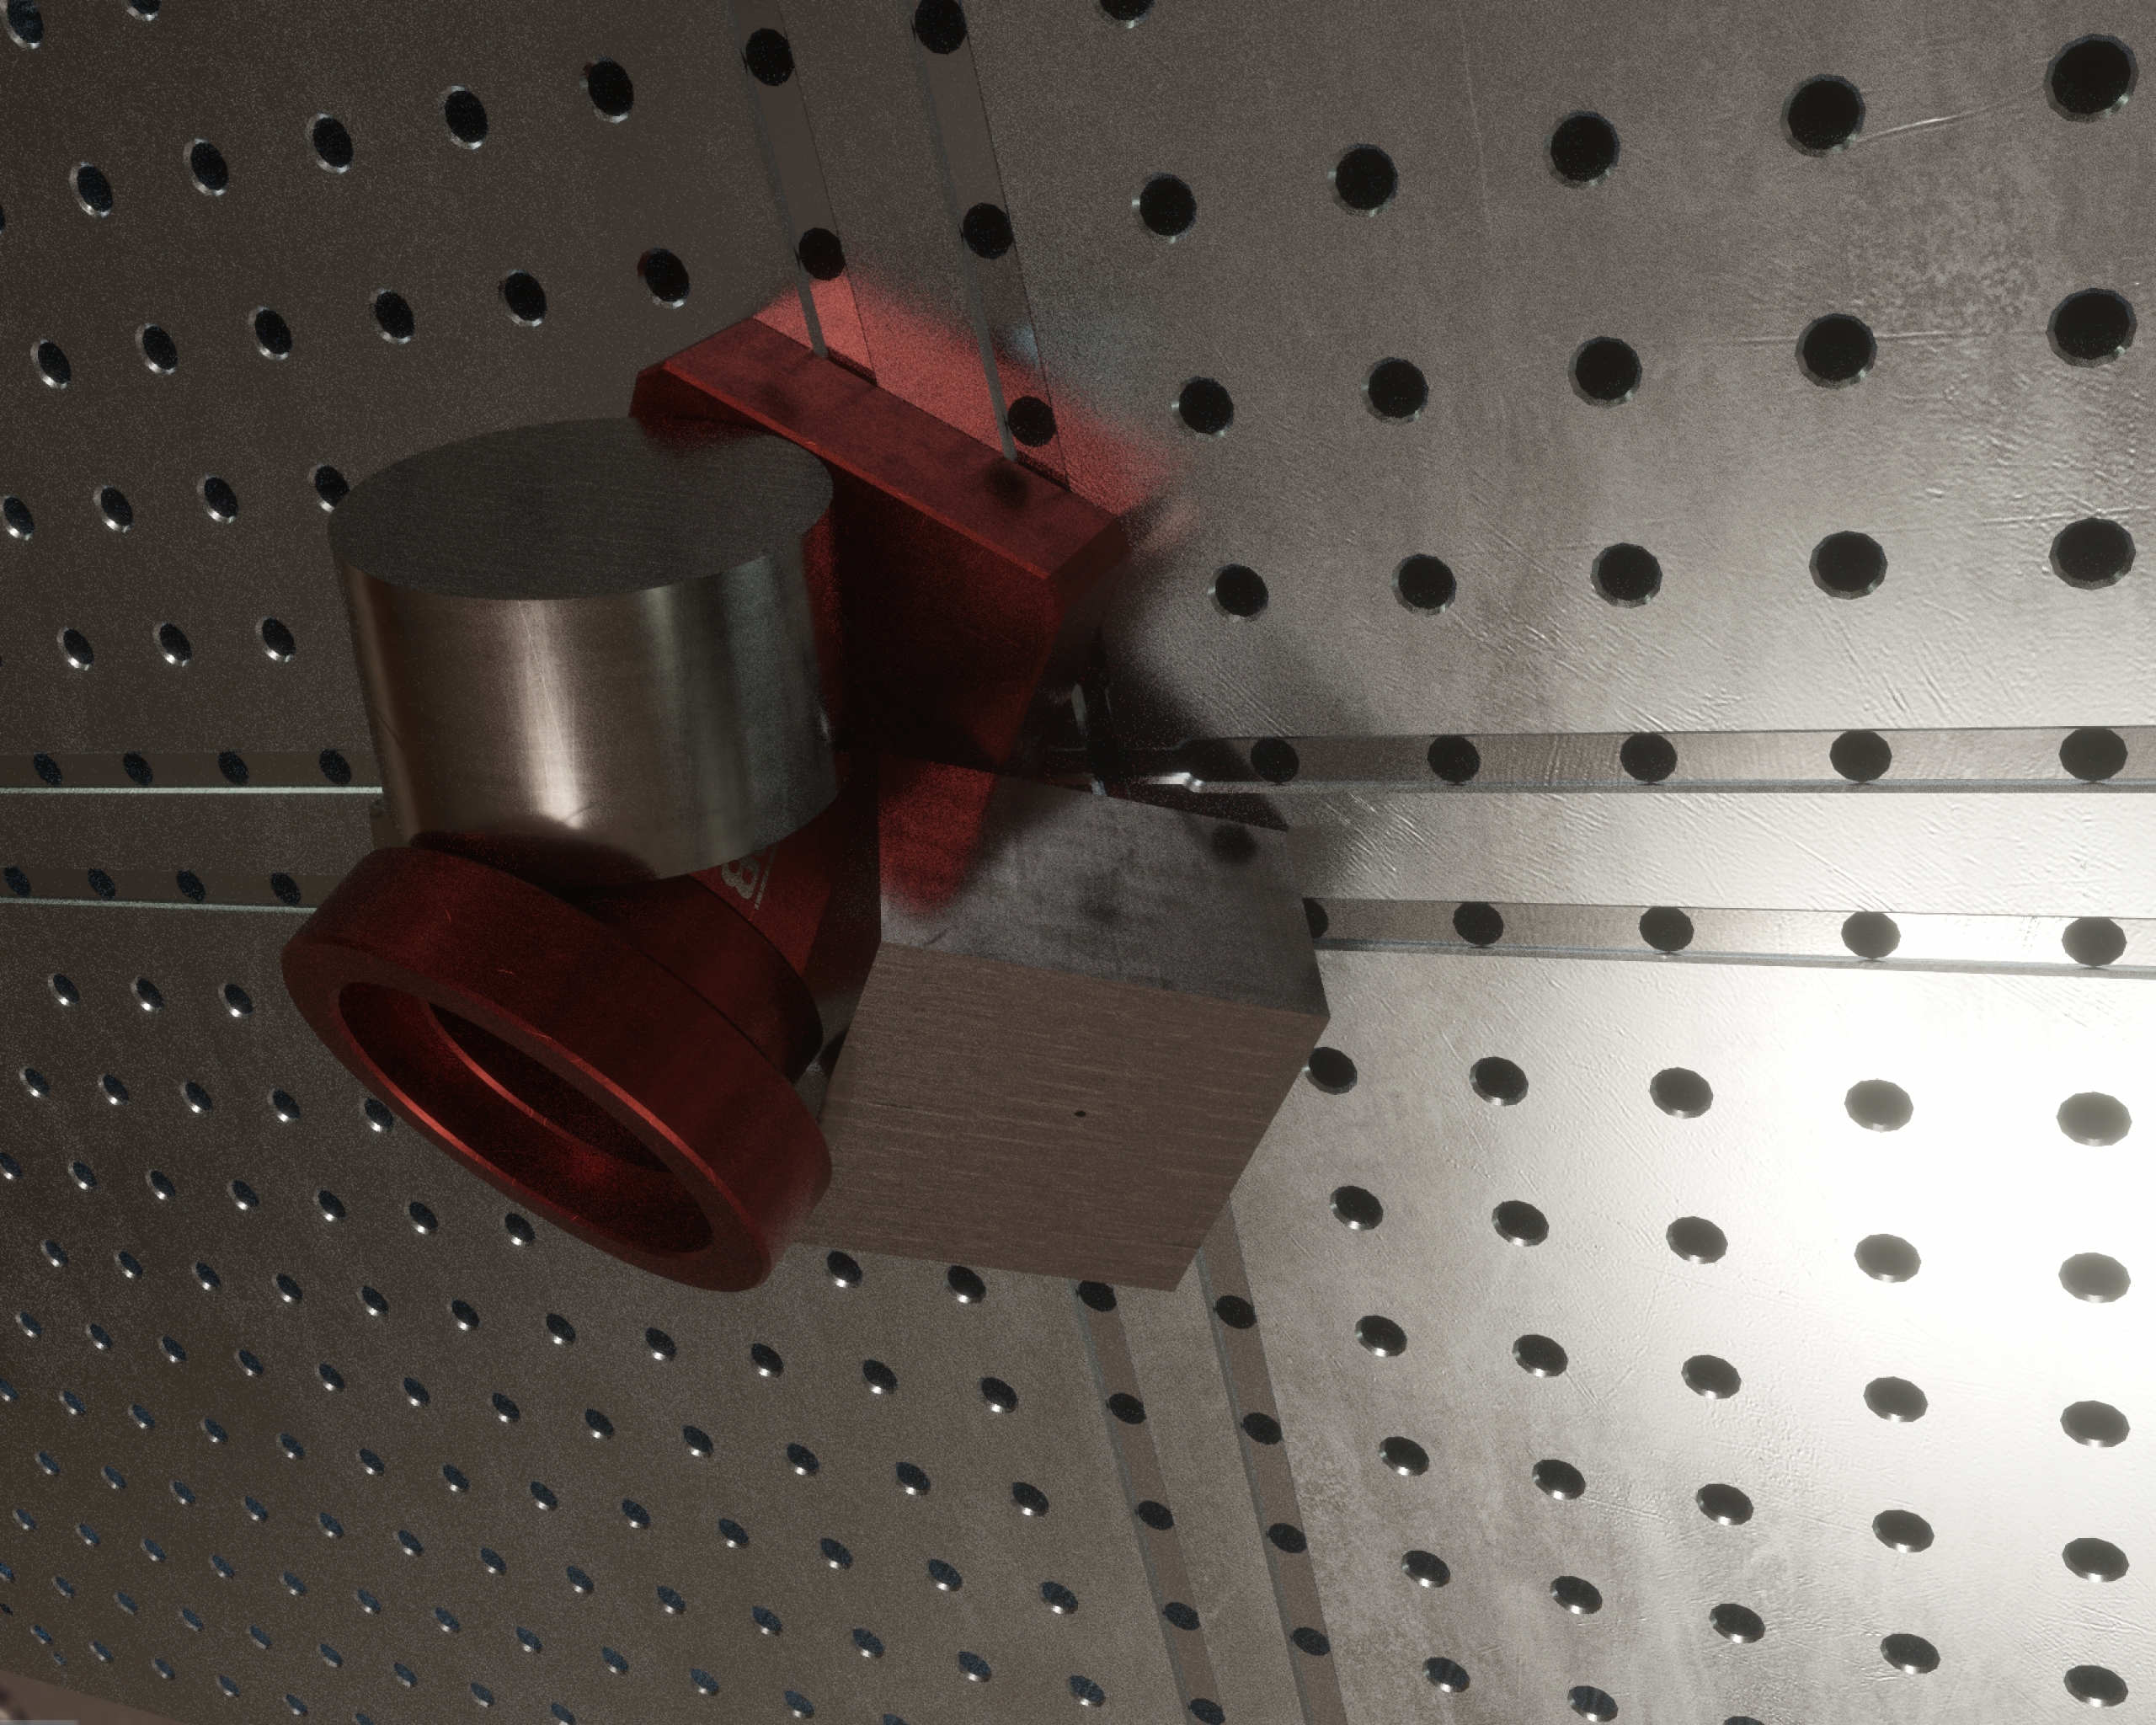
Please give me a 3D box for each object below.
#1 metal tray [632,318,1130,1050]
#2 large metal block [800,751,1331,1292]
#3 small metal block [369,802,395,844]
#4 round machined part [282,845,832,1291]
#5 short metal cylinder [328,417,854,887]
[{"bbox_3d":[-0.054,-0.030,0.417,0.090,0.030,0.129,30,128,8],"label":"metal tray"},{"bbox_3d":[-0.009,0.032,0.395,0.081,0.050,0.079,11,129,-16],"label":"large metal block"},{"bbox_3d":[-0.110,0.002,0.412,0.025,0.050,0.050,18,125,18],"label":"small metal block"},{"bbox_3d":[-0.084,0.029,0.365,0.098,0.042,0.098,24,150,15],"label":"round machined part"},{"bbox_3d":[-0.080,-0.038,0.353,0.080,0.080,0.050,13,124,21],"label":"short metal cylinder"}]
